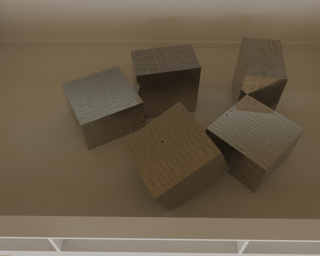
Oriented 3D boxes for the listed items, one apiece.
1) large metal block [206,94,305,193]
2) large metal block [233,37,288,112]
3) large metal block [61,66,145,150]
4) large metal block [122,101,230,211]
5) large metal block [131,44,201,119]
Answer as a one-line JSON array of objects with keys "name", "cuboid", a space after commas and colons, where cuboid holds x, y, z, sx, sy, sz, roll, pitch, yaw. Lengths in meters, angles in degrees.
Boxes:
[{"name": "large metal block", "cuboid": [0.110, 0.016, 0.376, 0.080, 0.050, 0.080, -37, 59, -27]}, {"name": "large metal block", "cuboid": [0.132, -0.065, 0.425, 0.050, 0.080, 0.080, 6, 50, 5]}, {"name": "large metal block", "cuboid": [-0.075, -0.029, 0.412, 0.081, 0.050, 0.080, -22, 54, -18]}, {"name": "large metal block", "cuboid": [0.017, 0.031, 0.345, 0.080, 0.050, 0.080, -35, 56, 1]}, {"name": "large metal block", "cuboid": [0.006, -0.062, 0.421, 0.081, 0.080, 0.050, -9, 51, -7]}]
